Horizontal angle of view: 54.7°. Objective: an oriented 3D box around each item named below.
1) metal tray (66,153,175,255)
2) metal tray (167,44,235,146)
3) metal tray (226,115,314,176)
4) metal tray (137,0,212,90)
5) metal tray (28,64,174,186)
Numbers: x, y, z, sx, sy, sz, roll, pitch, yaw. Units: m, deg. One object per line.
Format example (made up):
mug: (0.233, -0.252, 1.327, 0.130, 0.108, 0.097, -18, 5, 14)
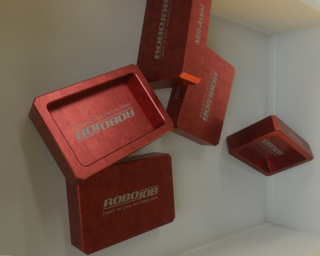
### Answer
metal tray: (-0.042, 0.083, 0.370, 0.131, 0.030, 0.089, -7, 95, -40)
metal tray: (0.061, -0.047, 0.457, 0.090, 0.030, 0.130, 25, 74, -38)
metal tray: (0.185, 0.035, 0.520, 0.131, 0.090, 0.030, 29, 44, -37)
metal tray: (0.015, -0.116, 0.378, 0.030, 0.090, 0.129, 14, 81, -40)
metal tray: (-0.058, -0.009, 0.334, 0.131, 0.030, 0.090, -29, 85, -37)
